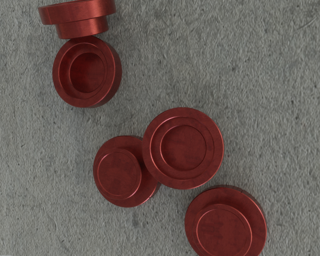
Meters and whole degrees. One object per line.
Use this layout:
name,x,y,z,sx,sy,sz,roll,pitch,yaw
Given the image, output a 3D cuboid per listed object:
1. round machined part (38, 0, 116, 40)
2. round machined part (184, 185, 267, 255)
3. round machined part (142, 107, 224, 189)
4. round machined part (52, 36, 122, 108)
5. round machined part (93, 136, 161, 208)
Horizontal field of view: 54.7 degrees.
round machined part,-0.107,-0.147,0.414,0.098,0.098,0.042,1,117,20
round machined part,0.077,0.120,0.373,0.098,0.042,0.097,0,90,20
round machined part,0.030,0.024,0.385,0.098,0.042,0.097,-1,87,14
round machined part,-0.097,-0.076,0.434,0.098,0.042,0.097,0,90,20
round machined part,-0.048,0.059,0.417,0.098,0.042,0.097,0,90,20
